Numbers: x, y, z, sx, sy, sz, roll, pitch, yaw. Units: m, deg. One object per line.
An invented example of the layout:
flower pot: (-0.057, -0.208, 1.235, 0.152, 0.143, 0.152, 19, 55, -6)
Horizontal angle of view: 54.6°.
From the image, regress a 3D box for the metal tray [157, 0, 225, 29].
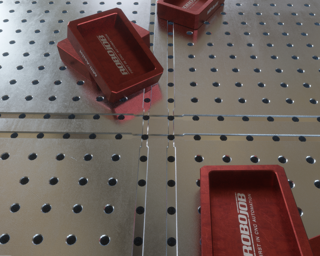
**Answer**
metal tray: (0.064, -0.252, 0.616, 0.090, 0.030, 0.130, 26, 54, 20)

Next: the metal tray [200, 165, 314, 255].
metal tray: (0.085, 0.090, 0.301, 0.090, 0.030, 0.130, -1, 35, 7)

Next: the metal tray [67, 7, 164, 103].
metal tray: (-0.067, -0.112, 0.463, 0.091, 0.030, 0.130, -29, 78, -26)

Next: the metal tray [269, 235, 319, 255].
metal tray: (0.165, 0.146, 0.283, 0.131, 0.030, 0.090, -15, 52, -13)

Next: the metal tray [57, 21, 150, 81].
metal tray: (-0.092, -0.139, 0.521, 0.090, 0.030, 0.131, 36, 59, 26)
